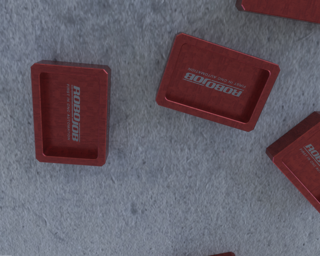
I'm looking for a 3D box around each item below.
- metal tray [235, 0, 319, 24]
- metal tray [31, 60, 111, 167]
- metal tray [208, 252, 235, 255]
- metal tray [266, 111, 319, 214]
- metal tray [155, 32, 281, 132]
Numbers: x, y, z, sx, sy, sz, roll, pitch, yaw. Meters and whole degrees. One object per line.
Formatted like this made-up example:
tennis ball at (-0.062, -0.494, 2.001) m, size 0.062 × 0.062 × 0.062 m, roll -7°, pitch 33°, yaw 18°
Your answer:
metal tray at (0.161, -0.169, 0.347) m, size 0.131 × 0.030 × 0.089 m, roll 8°, pitch 110°, yaw -4°
metal tray at (-0.112, -0.017, 0.399) m, size 0.091 × 0.030 × 0.129 m, roll 4°, pitch 110°, yaw -2°
metal tray at (0.065, 0.257, 0.503) m, size 0.131 × 0.030 × 0.089 m, roll -12°, pitch 110°, yaw 4°
metal tray at (0.223, 0.052, 0.429) m, size 0.090 × 0.030 × 0.130 m, roll -42°, pitch 106°, yaw 13°
metal tray at (0.069, -0.056, 0.387) m, size 0.131 × 0.030 × 0.089 m, roll 16°, pitch 109°, yaw -7°
